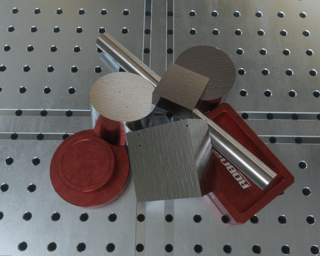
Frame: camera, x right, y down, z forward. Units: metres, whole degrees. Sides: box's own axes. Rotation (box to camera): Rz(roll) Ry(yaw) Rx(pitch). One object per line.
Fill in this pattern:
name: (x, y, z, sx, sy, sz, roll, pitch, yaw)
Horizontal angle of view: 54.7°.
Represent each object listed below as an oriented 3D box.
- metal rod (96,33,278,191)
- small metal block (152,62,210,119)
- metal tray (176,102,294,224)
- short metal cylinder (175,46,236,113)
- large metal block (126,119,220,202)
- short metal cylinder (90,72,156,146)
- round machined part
metal rod: (0.018, -0.034, 0.394, 0.025, 0.025, 0.300, -41, 66, -14)
small metal block: (0.024, -0.043, 0.368, 0.050, 0.025, 0.050, 25, 64, 9)
metal tray: (0.088, 0.042, 0.390, 0.090, 0.030, 0.130, -35, 74, -12)
short metal cylinder: (0.057, -0.063, 0.418, 0.081, 0.050, 0.080, 0, 70, 0)
large metal block: (0.014, 0.037, 0.353, 0.080, 0.050, 0.080, -13, 84, 30)
short metal cylinder: (-0.047, -0.025, 0.391, 0.081, 0.050, 0.080, 5, 53, -6)
round machined part: (-0.086, 0.047, 0.380, 0.099, 0.042, 0.098, 0, 70, 0)
